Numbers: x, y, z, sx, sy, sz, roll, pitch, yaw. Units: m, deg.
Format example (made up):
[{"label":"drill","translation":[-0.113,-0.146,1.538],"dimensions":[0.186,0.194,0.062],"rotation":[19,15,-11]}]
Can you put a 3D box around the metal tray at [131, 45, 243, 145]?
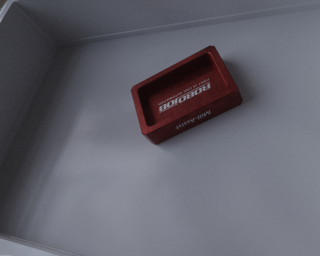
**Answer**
[{"label":"metal tray","translation":[0.031,-0.044,0.414],"dimensions":[0.130,0.030,0.090],"rotation":[-26,52,12]}]
